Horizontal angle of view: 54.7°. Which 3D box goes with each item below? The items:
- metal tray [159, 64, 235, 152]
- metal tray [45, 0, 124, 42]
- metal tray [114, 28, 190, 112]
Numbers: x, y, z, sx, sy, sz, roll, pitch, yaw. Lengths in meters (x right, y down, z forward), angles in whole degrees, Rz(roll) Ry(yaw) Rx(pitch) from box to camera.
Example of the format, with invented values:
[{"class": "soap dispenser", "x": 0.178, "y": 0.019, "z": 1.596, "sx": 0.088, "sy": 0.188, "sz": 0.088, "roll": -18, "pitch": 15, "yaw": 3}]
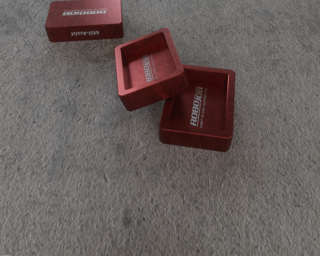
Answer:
[{"class": "metal tray", "x": 0.054, "y": -0.032, "z": 0.427, "sx": 0.090, "sy": 0.030, "sz": 0.130, "roll": 8, "pitch": 50, "yaw": 6}, {"class": "metal tray", "x": -0.134, "y": -0.198, "z": 0.566, "sx": 0.131, "sy": 0.030, "sz": 0.090, "roll": -5, "pitch": 50, "yaw": -4}, {"class": "metal tray", "x": -0.016, "y": -0.088, "z": 0.447, "sx": 0.090, "sy": 0.030, "sz": 0.130, "roll": -19, "pitch": 44, "yaw": 7}]
